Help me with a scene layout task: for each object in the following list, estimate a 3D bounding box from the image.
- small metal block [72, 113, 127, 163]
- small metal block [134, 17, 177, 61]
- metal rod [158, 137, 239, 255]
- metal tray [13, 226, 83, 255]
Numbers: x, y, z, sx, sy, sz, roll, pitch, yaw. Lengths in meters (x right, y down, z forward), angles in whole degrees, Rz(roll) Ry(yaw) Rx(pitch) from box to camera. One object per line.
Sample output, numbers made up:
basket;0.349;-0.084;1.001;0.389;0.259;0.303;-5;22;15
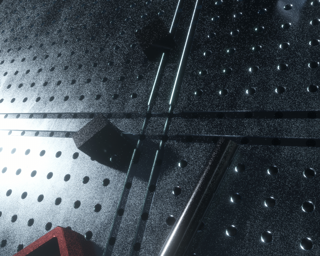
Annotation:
small metal block;-0.082;0.015;0.425;0.050;0.050;0.025;-39;51;2
small metal block;-0.008;-0.144;0.499;0.050;0.025;0.050;-30;52;9
metal rod;0.006;0.142;0.316;0.025;0.025;0.300;20;72;35
metal tray;-0.150;0.189;0.365;0.130;0.030;0.090;-34;52;5
